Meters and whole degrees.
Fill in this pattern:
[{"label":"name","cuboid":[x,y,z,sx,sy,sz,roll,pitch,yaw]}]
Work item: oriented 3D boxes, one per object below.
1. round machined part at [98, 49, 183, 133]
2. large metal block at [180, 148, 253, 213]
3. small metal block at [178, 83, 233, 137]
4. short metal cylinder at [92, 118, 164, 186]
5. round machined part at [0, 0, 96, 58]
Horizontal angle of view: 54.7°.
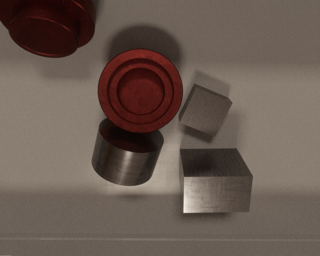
[{"label":"round machined part","cuboid":[-0.023,-0.044,0.378,0.099,0.042,0.097,0,96,-3]},{"label":"large metal block","cuboid":[0.069,0.066,0.407,0.081,0.080,0.050,-1,110,0]},{"label":"small metal block","cuboid":[0.058,-0.024,0.404,0.050,0.025,0.050,22,108,-8]},{"label":"short metal cylinder","cuboid":[-0.041,0.027,0.388,0.081,0.080,0.050,15,119,-6]},{"label":"round machined part","cuboid":[-0.120,-0.111,0.329,0.099,0.098,0.042,1,69,-1]}]
